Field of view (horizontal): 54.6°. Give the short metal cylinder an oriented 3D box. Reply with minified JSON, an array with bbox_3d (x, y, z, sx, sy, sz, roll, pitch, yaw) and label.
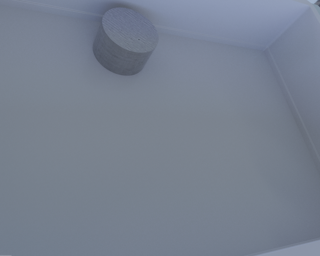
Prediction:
[{"bbox_3d":[-0.049,-0.121,0.437,0.081,0.050,0.080,13,56,-21],"label":"short metal cylinder"}]
